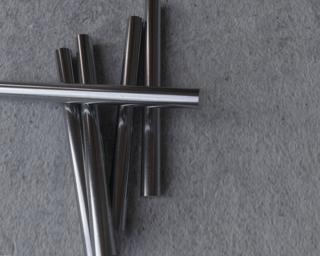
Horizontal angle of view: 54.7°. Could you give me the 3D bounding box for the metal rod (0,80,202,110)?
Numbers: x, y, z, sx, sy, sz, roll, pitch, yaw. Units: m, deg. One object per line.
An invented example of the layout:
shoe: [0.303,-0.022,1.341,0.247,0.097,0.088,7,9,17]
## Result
metal rod: [-0.100,-0.043,0.386,0.301,0.025,0.025,4,70,15]

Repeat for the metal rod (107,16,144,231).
metal rod: [-0.045,-0.020,0.415,0.025,0.025,0.299,3,70,1]

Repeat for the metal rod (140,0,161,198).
metal rod: [-0.011,-0.056,0.428,0.025,0.025,0.299,0,70,0]

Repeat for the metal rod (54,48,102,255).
metal rod: [-0.104,0.028,0.396,0.025,0.025,0.299,-13,71,-5]

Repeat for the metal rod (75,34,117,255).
metal rod: [-0.085,0.004,0.392,0.025,0.025,0.299,-9,65,-4]
